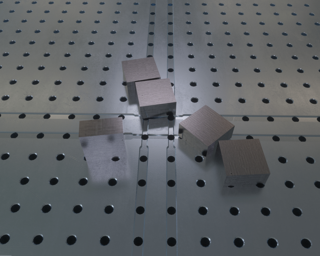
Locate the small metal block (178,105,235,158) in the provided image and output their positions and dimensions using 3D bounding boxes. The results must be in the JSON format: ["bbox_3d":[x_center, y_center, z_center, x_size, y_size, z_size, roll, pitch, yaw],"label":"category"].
[{"bbox_3d":[0.060,0.004,0.405,0.050,0.025,0.050,-35,58,-26],"label":"small metal block"}]

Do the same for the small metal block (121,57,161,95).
[{"bbox_3d":[-0.029,-0.081,0.476,0.050,0.025,0.050,-10,51,-9],"label":"small metal block"}]

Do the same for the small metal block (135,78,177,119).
[{"bbox_3d":[-0.007,-0.043,0.444,0.050,0.025,0.050,-8,51,-7],"label":"small metal block"}]

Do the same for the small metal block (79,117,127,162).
[{"bbox_3d":[-0.068,0.015,0.379,0.050,0.050,0.025,-6,50,-5],"label":"small metal block"}]

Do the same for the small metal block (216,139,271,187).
[{"bbox_3d":[0.098,0.041,0.374,0.050,0.025,0.050,-3,50,-2],"label":"small metal block"}]
